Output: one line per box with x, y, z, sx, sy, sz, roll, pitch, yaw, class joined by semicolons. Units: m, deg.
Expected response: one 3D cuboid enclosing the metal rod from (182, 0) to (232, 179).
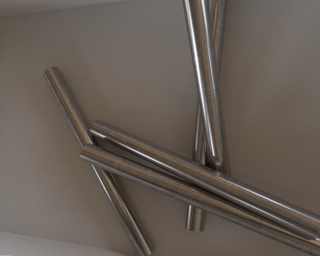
0.047;-0.065;0.326;0.025;0.025;0.298;-4;115;20;metal rod

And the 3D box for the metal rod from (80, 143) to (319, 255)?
0.035;0.078;0.370;0.301;0.025;0.025;19;96;19;metal rod

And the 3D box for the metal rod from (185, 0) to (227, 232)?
0.058;-0.021;0.389;0.025;0.025;0.298;6;92;20;metal rod

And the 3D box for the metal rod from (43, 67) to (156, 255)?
-0.091;0.043;0.442;0.025;0.025;0.299;-33;79;17;metal rod

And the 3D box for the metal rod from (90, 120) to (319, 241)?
0.032;0.049;0.372;0.300;0.025;0.025;22;97;28;metal rod
